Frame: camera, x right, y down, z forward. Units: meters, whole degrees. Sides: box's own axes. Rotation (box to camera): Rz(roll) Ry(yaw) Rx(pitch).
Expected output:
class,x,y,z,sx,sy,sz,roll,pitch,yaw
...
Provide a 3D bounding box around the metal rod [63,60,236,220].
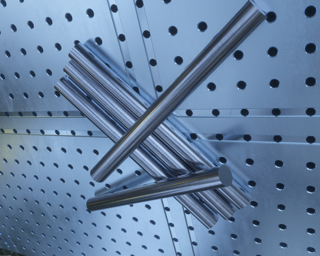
class,x,y,z,sx,sy,sz,roll,pitch,yaw
metal rod,-0.012,0.016,0.426,0.300,0.025,0.025,43,129,-2

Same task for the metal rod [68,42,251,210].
class,x,y,z,sx,sy,sz,roll,pitch,yaw
metal rod,0.001,-0.002,0.408,0.300,0.025,0.025,42,129,-2

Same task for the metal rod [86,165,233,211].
class,x,y,z,sx,sy,sz,roll,pitch,yaw
metal rod,-0.024,0.096,0.455,0.299,0.025,0.025,-23,106,45

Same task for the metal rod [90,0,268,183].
class,x,y,z,sx,sy,sz,roll,pitch,yaw
metal rod,0.002,-0.023,0.368,0.025,0.025,0.299,44,121,-2

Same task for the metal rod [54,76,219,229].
class,x,y,z,sx,sy,sz,roll,pitch,yaw
metal rod,-0.032,0.036,0.449,0.300,0.025,0.025,43,129,-2
